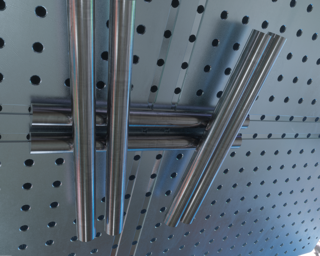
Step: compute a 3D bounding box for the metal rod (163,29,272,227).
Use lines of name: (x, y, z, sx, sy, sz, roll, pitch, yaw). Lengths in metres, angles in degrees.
metal rod: (0.070, 0.014, 0.426, 0.025, 0.025, 0.298, 9, 114, -32)

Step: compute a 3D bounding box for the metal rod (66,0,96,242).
metal rod: (-0.083, 0.012, 0.341, 0.025, 0.025, 0.298, -8, 122, -24)

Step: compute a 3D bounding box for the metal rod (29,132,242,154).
metal rod: (-0.012, 0.018, 0.416, 0.302, 0.025, 0.025, 1, 118, -29)

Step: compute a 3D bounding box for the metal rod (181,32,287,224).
metal rod: (0.093, 0.014, 0.438, 0.025, 0.025, 0.298, 9, 114, -32)

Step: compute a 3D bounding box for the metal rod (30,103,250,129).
metal rod: (-0.004, -0.012, 0.401, 0.302, 0.025, 0.025, 1, 118, -29)

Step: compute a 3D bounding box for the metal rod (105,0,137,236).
metal rod: (-0.049, 0.010, 0.358, 0.025, 0.025, 0.298, -8, 122, -24)
